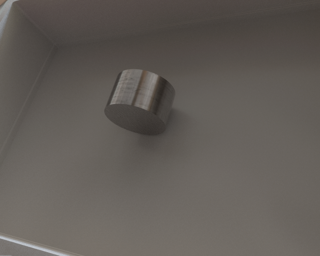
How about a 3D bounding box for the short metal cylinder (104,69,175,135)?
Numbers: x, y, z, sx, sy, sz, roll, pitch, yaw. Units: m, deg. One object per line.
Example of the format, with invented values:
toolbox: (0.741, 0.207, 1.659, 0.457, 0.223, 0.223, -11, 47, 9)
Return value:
short metal cylinder: (-0.025, -0.031, 0.400, 0.080, 0.080, 0.050, 2, 63, 29)
